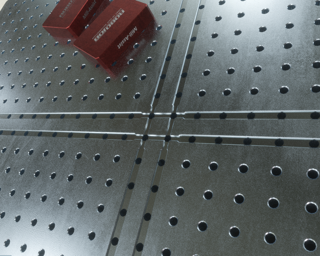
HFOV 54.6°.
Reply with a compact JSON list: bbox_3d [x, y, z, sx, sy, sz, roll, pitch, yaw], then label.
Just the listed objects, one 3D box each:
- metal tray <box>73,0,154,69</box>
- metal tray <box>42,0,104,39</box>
[{"bbox_3d":[-0.084,-0.175,0.558,0.130,0.030,0.090,-49,51,-7],"label":"metal tray"},{"bbox_3d":[-0.179,-0.251,0.655,0.090,0.030,0.130,16,70,34],"label":"metal tray"}]
